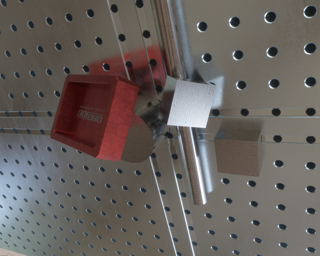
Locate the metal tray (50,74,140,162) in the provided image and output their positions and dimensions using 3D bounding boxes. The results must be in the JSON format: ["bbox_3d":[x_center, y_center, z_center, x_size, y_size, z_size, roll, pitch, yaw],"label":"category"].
[{"bbox_3d":[-0.085,-0.018,0.378,0.130,0.030,0.090,12,87,49],"label":"metal tray"}]

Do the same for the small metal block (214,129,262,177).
[{"bbox_3d":[0.096,0.030,0.378,0.050,0.025,0.050,3,120,26],"label":"small metal block"}]

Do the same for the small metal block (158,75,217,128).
[{"bbox_3d":[0.030,-0.029,0.349,0.025,0.050,0.050,39,121,58],"label":"small metal block"}]

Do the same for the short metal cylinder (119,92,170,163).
[{"bbox_3d":[-0.034,-0.001,0.411,0.080,0.050,0.079,13,123,21],"label":"short metal cylinder"}]

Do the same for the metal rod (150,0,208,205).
[{"bbox_3d":[0.027,-0.029,0.378,0.025,0.025,0.298,1,119,27],"label":"metal rod"}]
